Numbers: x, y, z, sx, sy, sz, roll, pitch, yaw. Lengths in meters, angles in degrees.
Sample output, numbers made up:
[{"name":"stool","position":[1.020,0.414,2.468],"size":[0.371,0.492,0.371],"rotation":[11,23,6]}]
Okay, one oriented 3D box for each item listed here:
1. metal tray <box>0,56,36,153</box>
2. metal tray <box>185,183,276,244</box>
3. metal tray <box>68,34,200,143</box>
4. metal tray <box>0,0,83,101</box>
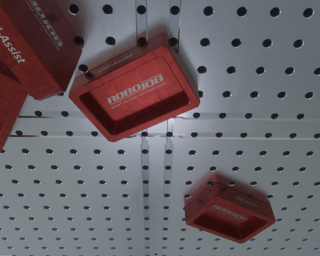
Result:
[{"name":"metal tray","position":[-0.219,-0.032,0.378],"size":[0.090,0.030,0.129],"rotation":[27,125,-21]},{"name":"metal tray","position":[0.120,0.151,0.537],"size":[0.131,0.030,0.090],"rotation":[25,126,-20]},{"name":"metal tray","position":[-0.029,-0.042,0.371],"size":[0.130,0.030,0.090],"rotation":[-23,127,18]},{"name":"metal tray","position":[-0.124,-0.101,0.281],"size":[0.030,0.090,0.130],"rotation":[-17,128,14]}]
